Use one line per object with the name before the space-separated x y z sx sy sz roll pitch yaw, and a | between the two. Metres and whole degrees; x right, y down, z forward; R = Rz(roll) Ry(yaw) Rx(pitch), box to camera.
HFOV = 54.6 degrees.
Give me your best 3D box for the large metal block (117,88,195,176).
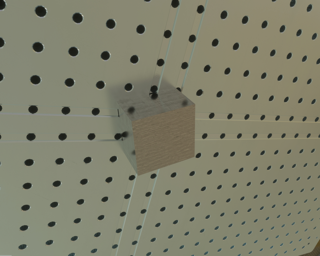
large metal block | -0.003 0.004 0.395 0.081 0.050 0.080 -16 125 -19
